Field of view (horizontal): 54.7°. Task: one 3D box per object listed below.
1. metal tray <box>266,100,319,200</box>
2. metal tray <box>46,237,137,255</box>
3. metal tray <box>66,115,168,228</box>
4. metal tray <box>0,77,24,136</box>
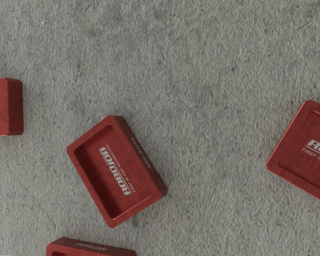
[{"bbox_3d":[0.196,0.038,0.336,0.130,0.030,0.090,31,100,17],"label":"metal tray"},{"bbox_3d":[-0.100,0.214,0.441,0.130,0.030,0.089,2,91,19],"label":"metal tray"},{"bbox_3d":[-0.061,0.058,0.427,0.090,0.030,0.130,-36,79,16],"label":"metal tray"},{"bbox_3d":[-0.287,-0.031,0.508,0.130,0.030,0.089,-2,89,19],"label":"metal tray"}]
